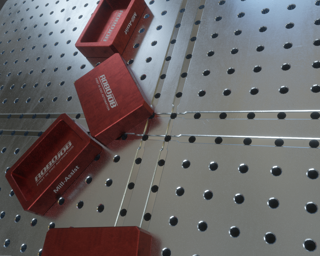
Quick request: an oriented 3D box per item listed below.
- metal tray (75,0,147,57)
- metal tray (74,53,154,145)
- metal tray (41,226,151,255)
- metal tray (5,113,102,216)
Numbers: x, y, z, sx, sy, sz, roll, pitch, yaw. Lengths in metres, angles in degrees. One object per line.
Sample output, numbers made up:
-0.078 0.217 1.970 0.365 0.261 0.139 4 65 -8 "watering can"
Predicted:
-0.089 -0.191 0.570 0.090 0.030 0.130 9 66 32 "metal tray"
-0.075 -0.048 0.475 0.090 0.030 0.130 -33 51 6 "metal tray"
-0.078 0.161 0.348 0.130 0.030 0.090 -9 58 23 "metal tray"
-0.159 0.050 0.458 0.130 0.030 0.090 -48 51 -6 "metal tray"
